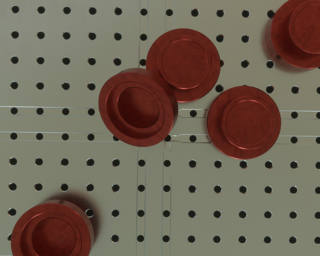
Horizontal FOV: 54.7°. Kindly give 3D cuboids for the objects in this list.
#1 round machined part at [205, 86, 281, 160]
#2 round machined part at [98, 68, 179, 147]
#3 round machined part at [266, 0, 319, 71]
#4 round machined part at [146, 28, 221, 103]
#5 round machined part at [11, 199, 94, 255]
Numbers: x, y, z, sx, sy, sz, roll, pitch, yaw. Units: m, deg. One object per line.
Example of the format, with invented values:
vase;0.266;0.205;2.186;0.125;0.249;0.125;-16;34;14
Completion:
round machined part;0.111;-0.007;0.406;0.099;0.042;0.097;0;90;-1
round machined part;-0.024;-0.028;0.390;0.098;0.042;0.097;9;118;17
round machined part;0.195;-0.127;0.407;0.099;0.042;0.097;0;90;-1
round machined part;0.031;-0.082;0.405;0.099;0.042;0.097;0;90;-1
round machined part;-0.135;0.141;0.403;0.099;0.042;0.097;0;90;-1
